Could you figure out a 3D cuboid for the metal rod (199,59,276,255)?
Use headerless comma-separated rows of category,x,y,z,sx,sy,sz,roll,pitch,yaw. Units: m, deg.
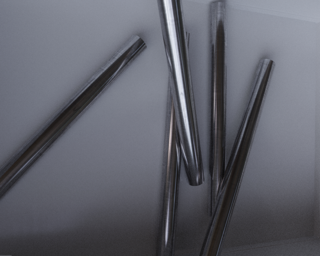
metal rod,0.111,0.037,0.430,0.025,0.025,0.299,26,74,-18

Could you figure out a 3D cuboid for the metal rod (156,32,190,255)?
metal rod,0.018,0.021,0.416,0.025,0.025,0.298,5,89,-20

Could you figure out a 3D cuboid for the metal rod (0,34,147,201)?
metal rod,-0.122,-0.001,0.365,0.025,0.025,0.300,45,76,-15

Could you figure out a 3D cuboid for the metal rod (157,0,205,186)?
metal rod,0.024,-0.055,0.357,0.025,0.025,0.298,-22,122,-19

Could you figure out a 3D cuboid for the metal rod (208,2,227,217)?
metal rod,0.082,-0.025,0.440,0.025,0.025,0.298,1,90,-20
